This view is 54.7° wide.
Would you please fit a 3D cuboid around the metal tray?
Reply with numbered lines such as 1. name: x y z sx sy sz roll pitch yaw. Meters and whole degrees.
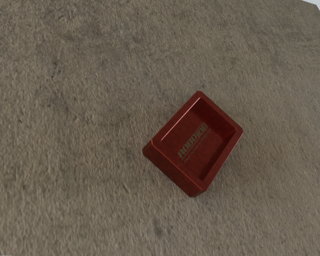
1. metal tray: 0.049 0.017 0.418 0.090 0.030 0.131 43 51 1
